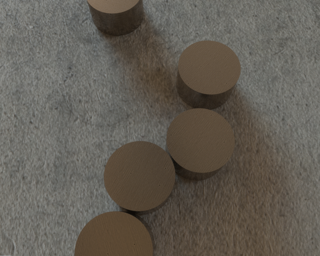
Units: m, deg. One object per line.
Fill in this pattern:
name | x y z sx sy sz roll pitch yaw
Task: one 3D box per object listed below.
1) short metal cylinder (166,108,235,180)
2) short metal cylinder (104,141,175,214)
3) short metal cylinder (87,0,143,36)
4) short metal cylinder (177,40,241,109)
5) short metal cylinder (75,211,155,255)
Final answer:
short metal cylinder | 0.048 0.022 0.388 0.081 0.050 0.080 0 70 0
short metal cylinder | -0.023 0.061 0.372 0.081 0.050 0.080 0 70 -1
short metal cylinder | -0.066 -0.186 0.462 0.081 0.050 0.080 0 70 0
short metal cylinder | 0.064 -0.071 0.422 0.081 0.050 0.080 0 70 0
short metal cylinder | -0.047 0.133 0.342 0.081 0.050 0.080 0 75 1
